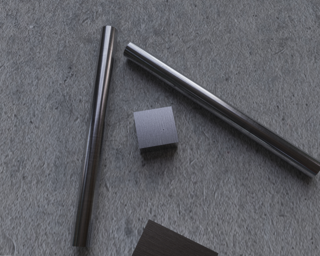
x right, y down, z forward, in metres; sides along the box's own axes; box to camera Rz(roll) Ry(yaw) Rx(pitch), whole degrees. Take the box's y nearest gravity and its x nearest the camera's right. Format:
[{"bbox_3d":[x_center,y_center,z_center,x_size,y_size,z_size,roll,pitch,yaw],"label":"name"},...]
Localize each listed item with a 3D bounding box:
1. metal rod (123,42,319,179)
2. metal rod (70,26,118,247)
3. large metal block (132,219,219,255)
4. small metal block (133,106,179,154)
[{"bbox_3d":[0.076,-0.030,0.420,0.300,0.025,0.025,35,74,11],"label":"metal rod"},{"bbox_3d":[-0.083,-0.004,0.408,0.025,0.025,0.299,3,70,1],"label":"metal rod"},{"bbox_3d":[0.007,0.156,0.338,0.080,0.050,0.080,24,72,8],"label":"large metal block"},{"bbox_3d":[-0.005,0.003,0.407,0.050,0.025,0.050,-9,70,-4],"label":"small metal block"}]
